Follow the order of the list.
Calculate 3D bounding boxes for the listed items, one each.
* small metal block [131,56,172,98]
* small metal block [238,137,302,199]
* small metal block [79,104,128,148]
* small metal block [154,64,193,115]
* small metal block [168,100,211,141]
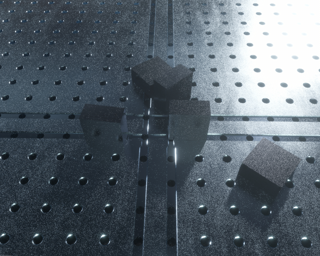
[{"bbox_3d":[-0.009,-0.079,0.474,0.050,0.025,0.050,-30,56,-23],"label":"small metal block"},{"bbox_3d":[0.130,0.046,0.370,0.050,0.025,0.050,34,58,25],"label":"small metal block"},{"bbox_3d":[-0.070,-0.002,0.393,0.050,0.050,0.025,7,51,5],"label":"small metal block"},{"bbox_3d":[0.018,-0.055,0.438,0.050,0.050,0.025,-35,58,-26],"label":"small metal block"},{"bbox_3d":[0.037,-0.009,0.400,0.050,0.050,0.025,2,50,1],"label":"small metal block"}]
